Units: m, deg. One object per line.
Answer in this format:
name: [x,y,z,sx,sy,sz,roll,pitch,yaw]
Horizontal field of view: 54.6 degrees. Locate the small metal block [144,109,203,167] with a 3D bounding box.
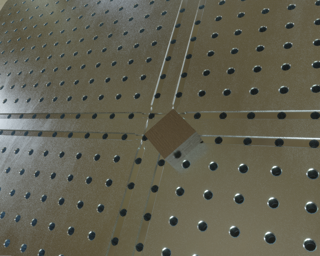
small metal block: [0.016,0.012,0.393,0.050,0.025,0.050,-42,51,0]
